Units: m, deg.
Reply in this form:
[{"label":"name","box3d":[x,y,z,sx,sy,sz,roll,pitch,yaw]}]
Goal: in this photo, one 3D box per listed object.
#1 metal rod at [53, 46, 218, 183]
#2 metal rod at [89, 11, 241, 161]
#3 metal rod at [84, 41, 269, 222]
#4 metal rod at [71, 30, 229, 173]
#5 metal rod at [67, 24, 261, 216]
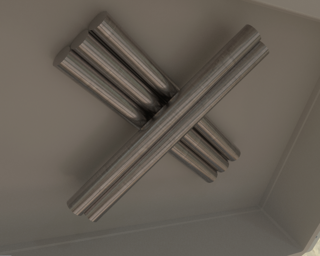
[{"label":"metal rod","box3d":[-0.008,0.003,0.403,0.025,0.025,0.301,-47,129,4]},{"label":"metal rod","box3d":[0.028,-0.032,0.402,0.025,0.025,0.301,-47,129,4]},{"label":"metal rod","box3d":[0.018,0.005,0.387,0.300,0.025,0.025,-45,129,3]},{"label":"metal rod","box3d":[0.010,-0.014,0.403,0.025,0.025,0.301,-47,129,4]},{"label":"metal rod","box3d":[0.003,-0.007,0.371,0.300,0.025,0.025,-45,129,3]}]
